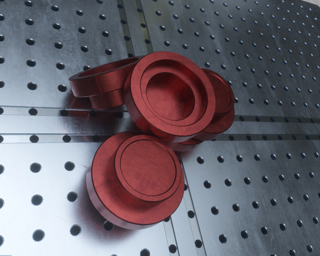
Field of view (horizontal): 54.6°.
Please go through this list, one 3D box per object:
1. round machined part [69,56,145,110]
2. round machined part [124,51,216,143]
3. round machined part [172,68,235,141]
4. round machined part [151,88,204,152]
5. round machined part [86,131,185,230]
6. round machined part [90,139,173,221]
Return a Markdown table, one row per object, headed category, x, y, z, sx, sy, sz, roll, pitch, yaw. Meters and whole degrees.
| category | x | y | z | sx | sy | sz | roll | pitch | yaw |
| --- | --- | --- | --- | --- | --- | --- | --- | --- | --- |
| round machined part | -0.055 | -0.054 | 0.375 | 0.099 | 0.098 | 0.042 | -31 | 114 | -38 |
| round machined part | 0.008 | -0.030 | 0.337 | 0.099 | 0.042 | 0.098 | 9 | 66 | -22 |
| round machined part | 0.055 | -0.037 | 0.393 | 0.099 | 0.042 | 0.098 | 14 | 55 | -20 |
| round machined part | 0.027 | -0.023 | 0.398 | 0.099 | 0.042 | 0.098 | 13 | 56 | -21 |
| round machined part | -0.018 | 0.046 | 0.305 | 0.099 | 0.042 | 0.098 | 13 | 56 | -21 |
| round machined part | -0.023 | 0.047 | 0.329 | 0.099 | 0.042 | 0.098 | 13 | 56 | -21 |
